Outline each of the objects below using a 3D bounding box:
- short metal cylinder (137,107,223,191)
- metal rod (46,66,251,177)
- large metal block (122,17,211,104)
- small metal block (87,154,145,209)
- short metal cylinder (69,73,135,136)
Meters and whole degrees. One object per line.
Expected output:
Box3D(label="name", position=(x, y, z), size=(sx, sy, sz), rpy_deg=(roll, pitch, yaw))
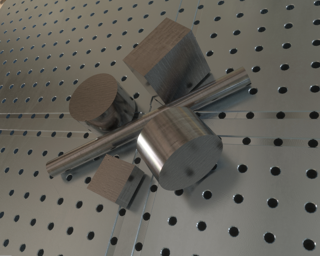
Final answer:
Box3D(label="short metal cylinder", position=(0.022, 0.023, 0.343), size=(0.080, 0.080, 0.050), rpy_deg=(-40, 52, 1))
Box3D(label="metal rod", position=(-0.024, -0.003, 0.418), size=(0.301, 0.025, 0.025), rpy_deg=(-25, 53, 12))
Box3D(label="large metal block", position=(0.011, -0.083, 0.414), size=(0.080, 0.080, 0.050), rpy_deg=(-45, 51, -3))
Box3D(label="small metal block", position=(-0.056, 0.066, 0.392), size=(0.050, 0.025, 0.050), rpy_deg=(16, 70, 34))
Box3D(label="short metal cylinder", position=(-0.083, -0.032, 0.451), size=(0.080, 0.050, 0.080), rpy_deg=(-13, 56, 21))
